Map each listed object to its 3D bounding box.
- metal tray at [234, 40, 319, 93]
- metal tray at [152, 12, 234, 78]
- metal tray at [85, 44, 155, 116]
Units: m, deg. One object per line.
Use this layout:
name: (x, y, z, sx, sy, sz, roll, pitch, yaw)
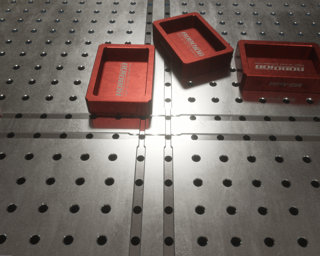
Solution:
metal tray: (0.190, -0.099, 0.489, 0.131, 0.030, 0.090, 3, 50, 2)
metal tray: (0.052, -0.145, 0.526, 0.091, 0.030, 0.130, -18, 53, -15)
metal tray: (-0.054, -0.076, 0.467, 0.091, 0.030, 0.130, 1, 50, 1)
